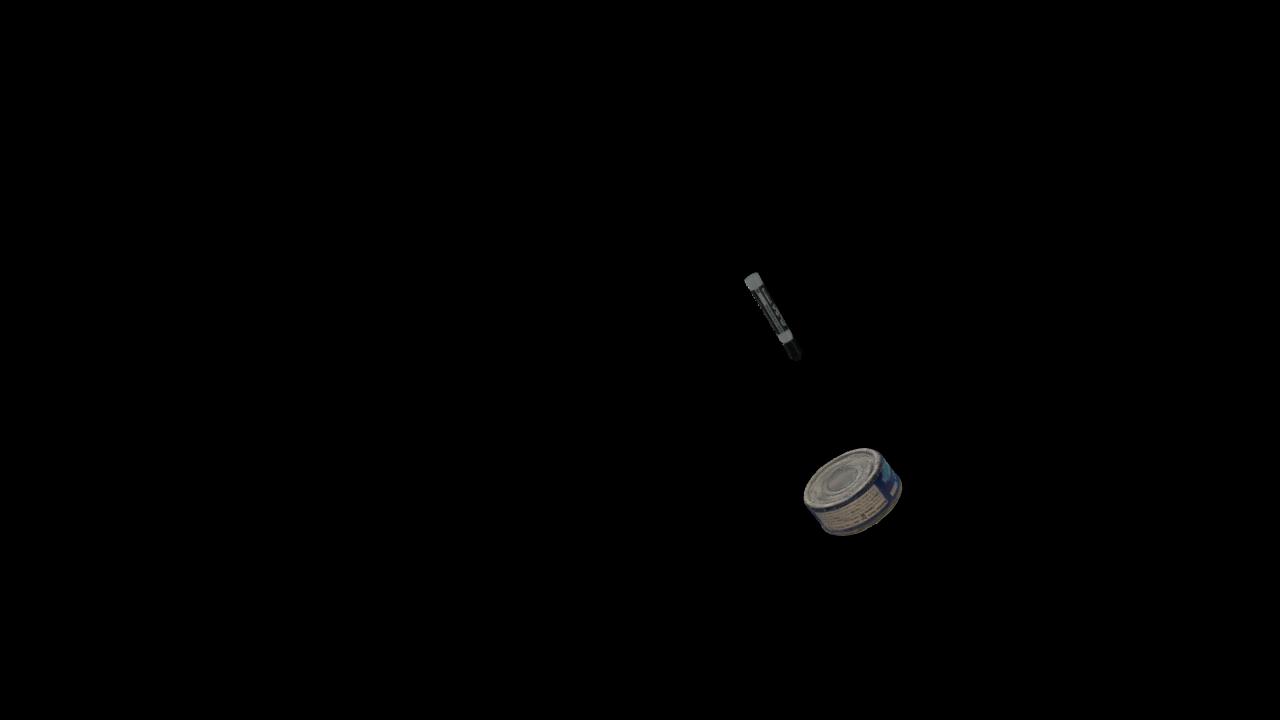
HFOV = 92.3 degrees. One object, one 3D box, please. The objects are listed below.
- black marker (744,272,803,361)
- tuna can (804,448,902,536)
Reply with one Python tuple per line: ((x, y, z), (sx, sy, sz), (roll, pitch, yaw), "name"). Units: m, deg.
((0.164, -0.051, 0.748), (0.020, 0.121, 0.020), (-31, 11, 7), "black marker")
((0.193, 0.119, 0.564), (0.084, 0.034, 0.084), (-38, 8, 6), "tuna can")
